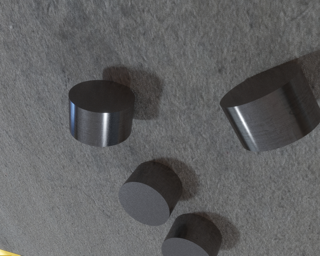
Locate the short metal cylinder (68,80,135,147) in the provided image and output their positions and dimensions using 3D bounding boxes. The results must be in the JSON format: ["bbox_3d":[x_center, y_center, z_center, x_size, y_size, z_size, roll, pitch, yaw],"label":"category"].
[{"bbox_3d":[-0.075,-0.021,0.396,0.080,0.080,0.050,21,126,15],"label":"short metal cylinder"}]

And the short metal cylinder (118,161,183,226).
[{"bbox_3d":[-0.013,0.096,0.456,0.080,0.050,0.079,13,124,20],"label":"short metal cylinder"}]

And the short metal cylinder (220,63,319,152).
[{"bbox_3d":[0.106,-0.021,0.302,0.080,0.080,0.050,-21,107,35],"label":"short metal cylinder"}]

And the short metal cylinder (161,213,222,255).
[{"bbox_3d":[0.049,0.179,0.474,0.080,0.050,0.079,13,124,20],"label":"short metal cylinder"}]
